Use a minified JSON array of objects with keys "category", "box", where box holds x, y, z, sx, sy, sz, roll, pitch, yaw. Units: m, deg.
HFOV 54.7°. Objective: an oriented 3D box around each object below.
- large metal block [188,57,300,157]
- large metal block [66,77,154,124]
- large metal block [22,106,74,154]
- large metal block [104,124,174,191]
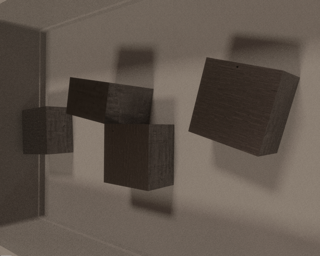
[{"category":"large metal block","box":[0.085,-0.023,0.320,0.080,0.050,0.079,21,103,37]},{"category":"large metal block","box":[-0.068,-0.037,0.425,0.080,0.081,0.050,14,99,39]},{"category":"large metal block","box":[-0.201,0.006,0.553,0.080,0.050,0.080,-4,88,39]},{"category":"large metal block","box":[-0.028,0.034,0.412,0.080,0.050,0.079,1,91,39]}]
